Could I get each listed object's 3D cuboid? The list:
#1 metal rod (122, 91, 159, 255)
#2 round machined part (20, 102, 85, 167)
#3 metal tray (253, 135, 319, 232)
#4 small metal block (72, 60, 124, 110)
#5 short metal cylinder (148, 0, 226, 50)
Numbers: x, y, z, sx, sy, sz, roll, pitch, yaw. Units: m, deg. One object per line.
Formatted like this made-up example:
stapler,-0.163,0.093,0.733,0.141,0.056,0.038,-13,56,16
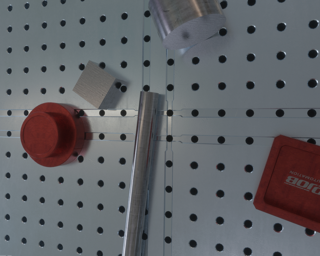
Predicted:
metal rod,-0.031,0.100,0.423,0.025,0.025,0.298,7,92,20
round machined part,-0.166,0.010,0.462,0.098,0.042,0.097,0,90,19
metal tray,0.182,0.068,0.345,0.130,0.030,0.089,18,96,19
small metal block,-0.089,-0.061,0.444,0.050,0.025,0.050,35,101,16
short metal cylinder,0.032,-0.136,0.372,0.080,0.080,0.050,-22,83,18
